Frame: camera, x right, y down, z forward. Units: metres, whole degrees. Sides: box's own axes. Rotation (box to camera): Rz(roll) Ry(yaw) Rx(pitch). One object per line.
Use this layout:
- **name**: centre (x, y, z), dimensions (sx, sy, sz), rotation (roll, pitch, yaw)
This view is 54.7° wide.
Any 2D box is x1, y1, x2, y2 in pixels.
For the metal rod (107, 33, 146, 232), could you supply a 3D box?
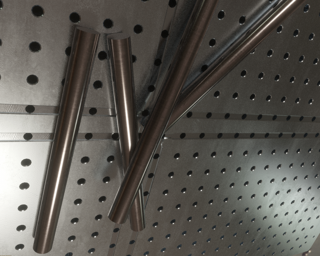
- **metal rod**: centre (-0.039, 0.028, 0.408), dimensions (0.025, 0.025, 0.298), rotation (-16, 125, -20)

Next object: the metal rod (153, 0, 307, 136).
- **metal rod**: centre (0.096, -0.094, 0.407), dimensions (0.300, 0.025, 0.025), rotation (-43, 130, 1)

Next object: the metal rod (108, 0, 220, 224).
- **metal rod**: centre (0.000, -0.016, 0.379), dimensions (0.025, 0.025, 0.298), rotation (15, 103, -35)

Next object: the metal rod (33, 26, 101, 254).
- **metal rod**: centre (-0.117, 0.032, 0.368), dimensions (0.025, 0.025, 0.298), rotation (5, 116, -31)
